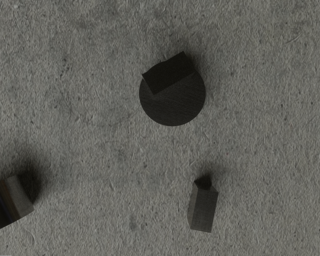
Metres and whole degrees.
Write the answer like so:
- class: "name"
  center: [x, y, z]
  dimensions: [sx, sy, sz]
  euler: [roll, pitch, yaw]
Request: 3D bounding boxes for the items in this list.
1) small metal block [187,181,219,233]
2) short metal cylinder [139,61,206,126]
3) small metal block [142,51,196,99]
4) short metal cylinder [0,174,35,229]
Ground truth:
- class: "small metal block"
  center: [0.054, 0.100, 0.398]
  dimensions: [0.025, 0.050, 0.050]
  euler: [11, 90, 0]
- class: "short metal cylinder"
  center: [0.015, -0.042, 0.398]
  dimensions: [0.081, 0.050, 0.080]
  euler: [0, 90, 0]
- class: "small metal block"
  center: [0.009, -0.057, 0.348]
  dimensions: [0.050, 0.050, 0.025]
  euler: [-30, 90, 0]
- class: "short metal cylinder"
  center: [-0.205, 0.097, 0.381]
  dimensions: [0.080, 0.080, 0.050]
  euler: [-24, 90, 0]
